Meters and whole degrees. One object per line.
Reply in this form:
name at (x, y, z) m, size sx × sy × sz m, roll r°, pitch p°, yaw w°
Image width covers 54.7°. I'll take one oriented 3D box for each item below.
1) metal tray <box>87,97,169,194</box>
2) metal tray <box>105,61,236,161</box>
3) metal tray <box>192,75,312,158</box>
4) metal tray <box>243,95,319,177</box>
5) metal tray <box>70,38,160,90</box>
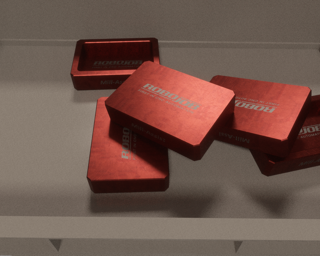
metal tray at (-0.037, 0.016, 0.388) m, size 0.091 × 0.030 × 0.130 m, roll -1°, pitch 50°, yaw -2°
metal tray at (0.012, -0.026, 0.372) m, size 0.130 × 0.030 × 0.090 m, roll 25°, pitch 59°, yaw 25°
metal tray at (0.109, -0.021, 0.390) m, size 0.130 × 0.030 × 0.090 m, roll 15°, pitch 55°, yaw 35°
metal tray at (0.178, 0.006, 0.399) m, size 0.131 × 0.030 × 0.090 m, roll -10°, pitch 51°, yaw -9°
metal tray at (-0.067, -0.102, 0.486) m, size 0.131 × 0.030 × 0.090 m, roll -2°, pitch 50°, yaw -3°
